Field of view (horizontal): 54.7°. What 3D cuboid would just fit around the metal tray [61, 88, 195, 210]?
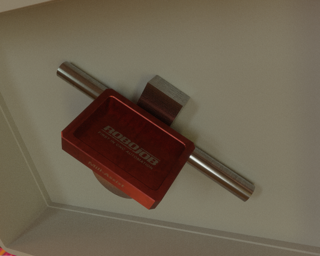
[{"bbox_3d":[-0.036,0.021,0.362,0.130,0.090,0.030,34,146,5],"label":"metal tray"}]

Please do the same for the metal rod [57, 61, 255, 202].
[{"bbox_3d":[-0.009,0.002,0.413,0.301,0.025,0.025,34,129,5],"label":"metal rod"}]

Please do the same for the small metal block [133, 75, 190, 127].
[{"bbox_3d":[0.001,-0.029,0.387,0.050,0.025,0.050,35,129,4],"label":"small metal block"}]

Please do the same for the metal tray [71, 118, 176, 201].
[{"bbox_3d":[-0.038,0.034,0.405,0.130,0.090,0.030,34,129,5],"label":"metal tray"}]

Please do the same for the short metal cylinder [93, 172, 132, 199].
[{"bbox_3d":[-0.050,0.054,0.441,0.080,0.050,0.079,19,134,21],"label":"short metal cylinder"}]
